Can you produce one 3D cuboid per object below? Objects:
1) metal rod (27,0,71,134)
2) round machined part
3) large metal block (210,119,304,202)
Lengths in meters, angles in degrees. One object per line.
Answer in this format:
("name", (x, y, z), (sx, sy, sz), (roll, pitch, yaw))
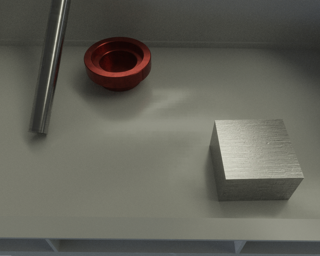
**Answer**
("metal rod", (-0.141, -0.140, 0.424), (0.025, 0.025, 0.298), (6, 81, 4))
("round machined part", (-0.062, -0.093, 0.471), (0.099, 0.042, 0.098), (0, 50, 0))
("large metal block", (0.106, 0.037, 0.360), (0.081, 0.050, 0.080), (-1, 50, -1))
